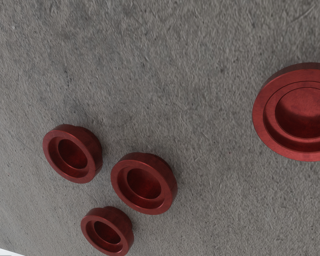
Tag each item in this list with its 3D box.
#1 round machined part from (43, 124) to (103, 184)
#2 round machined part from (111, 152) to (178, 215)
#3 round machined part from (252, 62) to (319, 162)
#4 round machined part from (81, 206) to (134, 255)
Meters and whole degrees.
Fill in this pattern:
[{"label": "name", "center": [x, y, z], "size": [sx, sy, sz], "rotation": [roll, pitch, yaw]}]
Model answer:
[{"label": "round machined part", "center": [-0.131, 0.036, 0.487], "size": [0.098, 0.042, 0.097], "rotation": [13, 124, 21]}, {"label": "round machined part", "center": [-0.019, 0.076, 0.453], "size": [0.098, 0.042, 0.097], "rotation": [13, 124, 21]}, {"label": "round machined part", "center": [0.146, -0.018, 0.308], "size": [0.098, 0.042, 0.097], "rotation": [13, 124, 21]}, {"label": "round machined part", "center": [-0.089, 0.179, 0.554], "size": [0.098, 0.042, 0.097], "rotation": [13, 124, 21]}]
